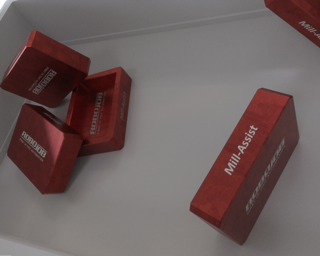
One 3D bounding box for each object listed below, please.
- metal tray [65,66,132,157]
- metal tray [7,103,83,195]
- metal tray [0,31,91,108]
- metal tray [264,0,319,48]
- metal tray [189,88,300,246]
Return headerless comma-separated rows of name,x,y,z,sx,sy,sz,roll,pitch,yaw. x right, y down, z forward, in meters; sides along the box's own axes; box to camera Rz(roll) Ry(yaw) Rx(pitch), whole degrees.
metal tray,-0.095,-0.025,0.467,0.090,0.030,0.130,-11,57,22
metal tray,-0.173,0.027,0.454,0.130,0.030,0.089,28,100,38
metal tray,-0.179,-0.083,0.478,0.130,0.090,0.030,-29,48,43
metal tray,0.187,-0.134,0.329,0.090,0.130,0.030,-59,10,-10
metal tray,0.087,0.039,0.294,0.030,0.090,0.130,24,75,36
